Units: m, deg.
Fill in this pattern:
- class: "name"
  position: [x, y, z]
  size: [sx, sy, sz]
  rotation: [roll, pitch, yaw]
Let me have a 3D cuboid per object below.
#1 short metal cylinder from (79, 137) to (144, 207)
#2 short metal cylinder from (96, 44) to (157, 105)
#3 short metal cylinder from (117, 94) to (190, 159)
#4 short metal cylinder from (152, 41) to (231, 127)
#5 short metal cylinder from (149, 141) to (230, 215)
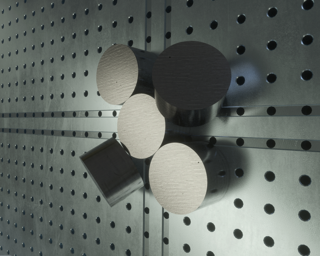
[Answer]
- class: "short metal cylinder"
  position: [-0.066, 0.059, 0.418]
  size: [0.080, 0.050, 0.080]
  rotation: [50, 161, 25]
- class: "short metal cylinder"
  position: [-0.042, -0.070, 0.425]
  size: [0.080, 0.050, 0.079]
  rotation: [0, 90, 39]
- class: "short metal cylinder"
  position: [-0.009, -0.002, 0.398]
  size: [0.080, 0.050, 0.079]
  rotation: [0, 90, 39]
- class: "short metal cylinder"
  position: [0.033, -0.047, 0.338]
  size: [0.080, 0.050, 0.080]
  rotation: [-1, 70, 2]
- class: "short metal cylinder"
  position: [0.034, 0.056, 0.363]
  size: [0.080, 0.050, 0.079]
  rotation: [0, 90, 39]
